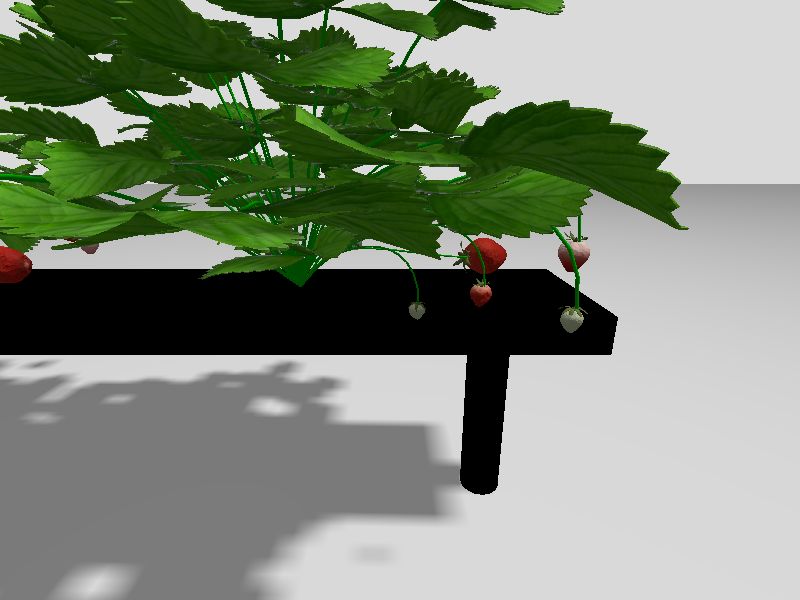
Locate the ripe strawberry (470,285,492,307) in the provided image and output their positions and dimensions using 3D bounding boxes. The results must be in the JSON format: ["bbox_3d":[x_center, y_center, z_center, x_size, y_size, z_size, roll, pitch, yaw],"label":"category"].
[{"bbox_3d":[0.061,-0.003,0.302,0.016,0.016,0.018,7,19,21],"label":"ripe strawberry"}]

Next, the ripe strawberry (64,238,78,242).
[{"bbox_3d":[-0.476,-0.103,0.586,0.031,0.035,0.033,5,0,14],"label":"ripe strawberry"}]

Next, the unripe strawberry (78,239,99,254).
[{"bbox_3d":[-0.390,-0.070,0.502,0.021,0.025,0.025,-17,25,-42],"label":"unripe strawberry"}]

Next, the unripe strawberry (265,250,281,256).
[{"bbox_3d":[-0.147,-0.055,0.462,0.017,0.020,0.019,-9,15,-27],"label":"unripe strawberry"}]

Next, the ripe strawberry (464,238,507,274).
[{"bbox_3d":[0.086,-0.045,0.401,0.042,0.036,0.042,-4,18,-14],"label":"ripe strawberry"}]

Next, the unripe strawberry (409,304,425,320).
[{"bbox_3d":[0.012,0.008,0.279,0.011,0.011,0.011,15,23,38],"label":"unripe strawberry"}]

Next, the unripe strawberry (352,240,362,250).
[{"bbox_3d":[-0.059,-0.073,0.520,0.021,0.019,0.019,3,-9,10],"label":"unripe strawberry"}]

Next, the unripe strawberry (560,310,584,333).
[{"bbox_3d":[0.107,0.013,0.249,0.013,0.015,0.015,10,21,29],"label":"unripe strawberry"}]

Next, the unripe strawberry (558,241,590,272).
[{"bbox_3d":[0.170,-0.043,0.392,0.030,0.031,0.029,-2,18,-8],"label":"unripe strawberry"}]

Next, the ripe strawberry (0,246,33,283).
[{"bbox_3d":[-0.359,-0.032,0.366,0.034,0.035,0.031,0,18,-3],"label":"ripe strawberry"}]
